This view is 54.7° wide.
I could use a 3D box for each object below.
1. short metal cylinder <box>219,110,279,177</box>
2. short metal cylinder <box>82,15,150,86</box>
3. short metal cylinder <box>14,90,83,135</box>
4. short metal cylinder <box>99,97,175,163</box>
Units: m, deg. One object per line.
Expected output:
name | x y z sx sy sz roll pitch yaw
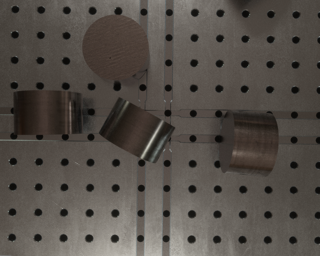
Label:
short metal cylinder | 0.108 0.019 0.387 0.050 0.080 0.079 6 90 0
short metal cylinder | -0.054 -0.098 0.400 0.081 0.050 0.079 0 90 -1
short metal cylinder | -0.137 -0.017 0.384 0.081 0.080 0.050 -1 90 -1
short metal cylinder | -0.028 0.003 0.386 0.080 0.080 0.050 29 90 -1
